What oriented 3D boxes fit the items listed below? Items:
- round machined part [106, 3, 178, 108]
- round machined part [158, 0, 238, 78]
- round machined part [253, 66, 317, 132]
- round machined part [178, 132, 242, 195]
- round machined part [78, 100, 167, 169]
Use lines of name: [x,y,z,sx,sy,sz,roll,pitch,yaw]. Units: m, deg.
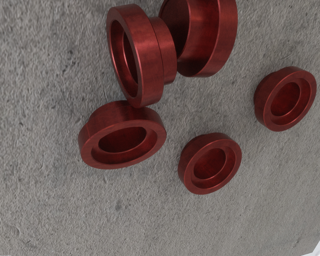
round machined part: [-0.017,-0.072,0.306,0.042,0.098,0.097,-18,126,-18]
round machined part: [0.030,-0.101,0.314,0.042,0.098,0.097,-3,120,-27]
round machined part: [0.182,-0.047,0.466,0.099,0.042,0.097,-14,124,-21]
round machined part: [0.070,0.048,0.464,0.099,0.042,0.097,-14,124,-21]
round machined part: [-0.045,0.005,0.359,0.099,0.042,0.098,-15,148,-10]
